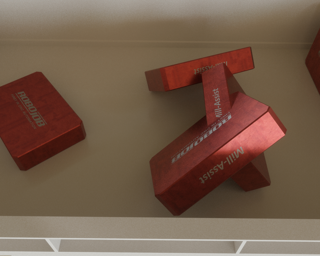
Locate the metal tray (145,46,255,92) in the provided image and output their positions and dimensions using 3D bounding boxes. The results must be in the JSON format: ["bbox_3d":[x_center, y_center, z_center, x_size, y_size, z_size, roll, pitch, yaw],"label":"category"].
[{"bbox_3d":[0.053,-0.082,0.437,0.131,0.030,0.090,-16,11,-14],"label":"metal tray"}]

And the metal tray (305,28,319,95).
[{"bbox_3d":[0.255,-0.089,0.441,0.030,0.089,0.130,1,50,0],"label":"metal tray"}]

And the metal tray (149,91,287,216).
[{"bbox_3d":[0.051,0.021,0.318,0.130,0.030,0.090,-39,16,6],"label":"metal tray"}]

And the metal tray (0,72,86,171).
[{"bbox_3d":[-0.171,-0.015,0.412,0.091,0.030,0.130,-31,57,-24],"label":"metal tray"}]

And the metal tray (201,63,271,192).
[{"bbox_3d":[0.088,-0.003,0.364,0.030,0.090,0.130,-23,45,27],"label":"metal tray"}]
